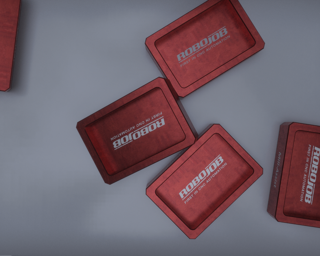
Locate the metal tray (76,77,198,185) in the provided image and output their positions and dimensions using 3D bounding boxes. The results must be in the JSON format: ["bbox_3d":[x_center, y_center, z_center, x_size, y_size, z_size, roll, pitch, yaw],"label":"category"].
[{"bbox_3d":[-0.029,0.004,0.392,0.130,0.030,0.090,-27,90,14],"label":"metal tray"}]

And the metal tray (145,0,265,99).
[{"bbox_3d":[0.057,-0.108,0.408,0.130,0.030,0.090,-32,90,0],"label":"metal tray"}]

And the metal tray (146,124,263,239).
[{"bbox_3d":[0.057,0.068,0.409,0.130,0.030,0.090,-44,90,0],"label":"metal tray"}]

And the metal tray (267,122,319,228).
[{"bbox_3d":[0.200,0.062,0.410,0.091,0.030,0.129,9,90,0],"label":"metal tray"}]

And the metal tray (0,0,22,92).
[{"bbox_3d":[-0.231,-0.116,0.389,0.091,0.030,0.129,7,91,-23],"label":"metal tray"}]
